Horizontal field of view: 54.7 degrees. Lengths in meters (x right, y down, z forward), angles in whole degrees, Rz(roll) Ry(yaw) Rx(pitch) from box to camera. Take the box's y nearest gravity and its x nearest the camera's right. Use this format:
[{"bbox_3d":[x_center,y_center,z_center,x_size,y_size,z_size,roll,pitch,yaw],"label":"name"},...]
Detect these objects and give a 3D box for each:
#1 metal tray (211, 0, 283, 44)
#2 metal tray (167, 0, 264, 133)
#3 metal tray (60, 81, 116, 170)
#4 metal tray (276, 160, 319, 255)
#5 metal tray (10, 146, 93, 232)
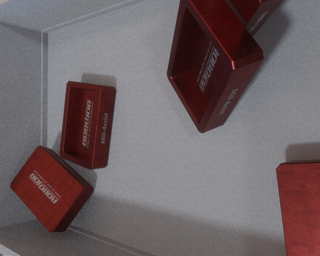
[{"bbox_3d":[0.064,-0.132,0.275,0.030,0.130,0.090,-29,88,2],"label":"metal tray"},{"bbox_3d":[0.046,-0.062,0.316,0.090,0.030,0.129,62,164,21],"label":"metal tray"},{"bbox_3d":[-0.119,-0.007,0.501,0.090,0.030,0.129,13,98,39],"label":"metal tray"},{"bbox_3d":[0.159,0.093,0.272,0.090,0.030,0.129,-9,84,39],"label":"metal tray"},{"bbox_3d":[-0.186,0.101,0.527,0.130,0.030,0.090,34,88,27],"label":"metal tray"}]
